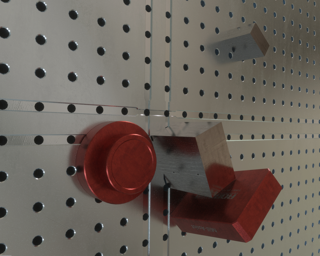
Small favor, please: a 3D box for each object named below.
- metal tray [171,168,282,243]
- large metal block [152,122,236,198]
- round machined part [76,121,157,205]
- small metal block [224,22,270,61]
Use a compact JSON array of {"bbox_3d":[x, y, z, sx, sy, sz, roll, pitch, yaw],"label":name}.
[{"bbox_3d":[0.082,0.098,0.407,0.090,0.130,0.030,-44,104,-31],"label":"metal tray"},{"bbox_3d":[0.044,0.038,0.410,0.050,0.080,0.080,-27,107,-37],"label":"large metal block"},{"bbox_3d":[-0.043,0.040,0.362,0.099,0.042,0.097,0,90,-40],"label":"round machined part"},{"bbox_3d":[0.144,-0.141,0.513,0.050,0.050,0.025,44,64,-31],"label":"small metal block"}]
